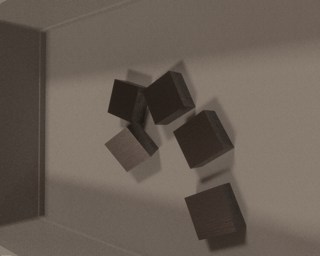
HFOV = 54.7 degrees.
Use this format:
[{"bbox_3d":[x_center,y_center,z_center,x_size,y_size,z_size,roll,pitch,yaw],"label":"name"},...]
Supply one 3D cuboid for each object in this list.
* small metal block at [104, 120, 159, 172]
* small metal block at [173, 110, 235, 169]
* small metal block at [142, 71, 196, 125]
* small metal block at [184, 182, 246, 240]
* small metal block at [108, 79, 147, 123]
[{"bbox_3d":[-0.039,0.025,0.424,0.050,0.025,0.050,-35,95,34],"label":"small metal block"},{"bbox_3d":[0.050,0.014,0.364,0.050,0.025,0.050,-37,68,33],"label":"small metal block"},{"bbox_3d":[0.011,-0.037,0.396,0.050,0.025,0.050,-32,70,35],"label":"small metal block"},{"bbox_3d":[0.062,0.095,0.354,0.050,0.025,0.050,-30,72,35],"label":"small metal block"},{"bbox_3d":[-0.044,-0.039,0.441,0.050,0.025,0.050,23,104,37],"label":"small metal block"}]
